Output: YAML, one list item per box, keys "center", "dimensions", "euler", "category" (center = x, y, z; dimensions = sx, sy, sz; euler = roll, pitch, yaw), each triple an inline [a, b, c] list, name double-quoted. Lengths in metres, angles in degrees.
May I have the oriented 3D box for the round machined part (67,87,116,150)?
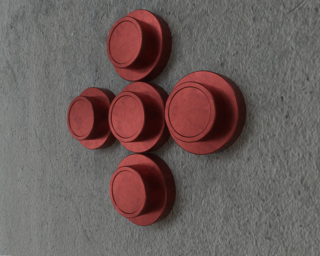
- center: [-0.108, -0.015, 0.481]
  dimensions: [0.098, 0.042, 0.097]
  euler: [0, 90, 39]
  category: "round machined part"

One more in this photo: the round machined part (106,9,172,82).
- center: [-0.035, -0.112, 0.422]
  dimensions: [0.098, 0.042, 0.097]
  euler: [0, 90, 39]
  category: "round machined part"

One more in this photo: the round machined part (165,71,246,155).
- center: [0.044, -0.018, 0.357]
  dimensions: [0.098, 0.042, 0.097]
  euler: [0, 90, 39]
  category: "round machined part"

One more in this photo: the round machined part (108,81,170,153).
- center: [-0.032, -0.015, 0.420]
  dimensions: [0.098, 0.042, 0.097]
  euler: [0, 90, 39]
  category: "round machined part"

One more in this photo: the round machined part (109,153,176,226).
- center: [-0.030, 0.083, 0.418]
  dimensions: [0.098, 0.042, 0.097]
  euler: [0, 90, 39]
  category: "round machined part"
